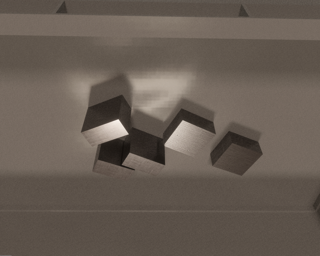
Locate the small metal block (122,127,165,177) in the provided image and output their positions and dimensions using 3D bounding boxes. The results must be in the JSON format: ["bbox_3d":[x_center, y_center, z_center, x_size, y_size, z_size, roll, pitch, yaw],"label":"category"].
[{"bbox_3d":[-0.022,0.032,0.420,0.050,0.050,0.025,22,127,-18],"label":"small metal block"}]

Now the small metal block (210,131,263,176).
[{"bbox_3d":[0.108,0.037,0.443,0.050,0.025,0.050,20,127,-17],"label":"small metal block"}]

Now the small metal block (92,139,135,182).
[{"bbox_3d":[-0.061,0.041,0.426,0.050,0.050,0.025,19,127,-16],"label":"small metal block"}]

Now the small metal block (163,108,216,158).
[{"bbox_3d":[0.038,0.008,0.417,0.050,0.025,0.050,22,127,-18],"label":"small metal block"}]

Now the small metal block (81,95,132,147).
[{"bbox_3d":[-0.065,-0.010,0.384,0.050,0.050,0.025,-19,128,15],"label":"small metal block"}]
